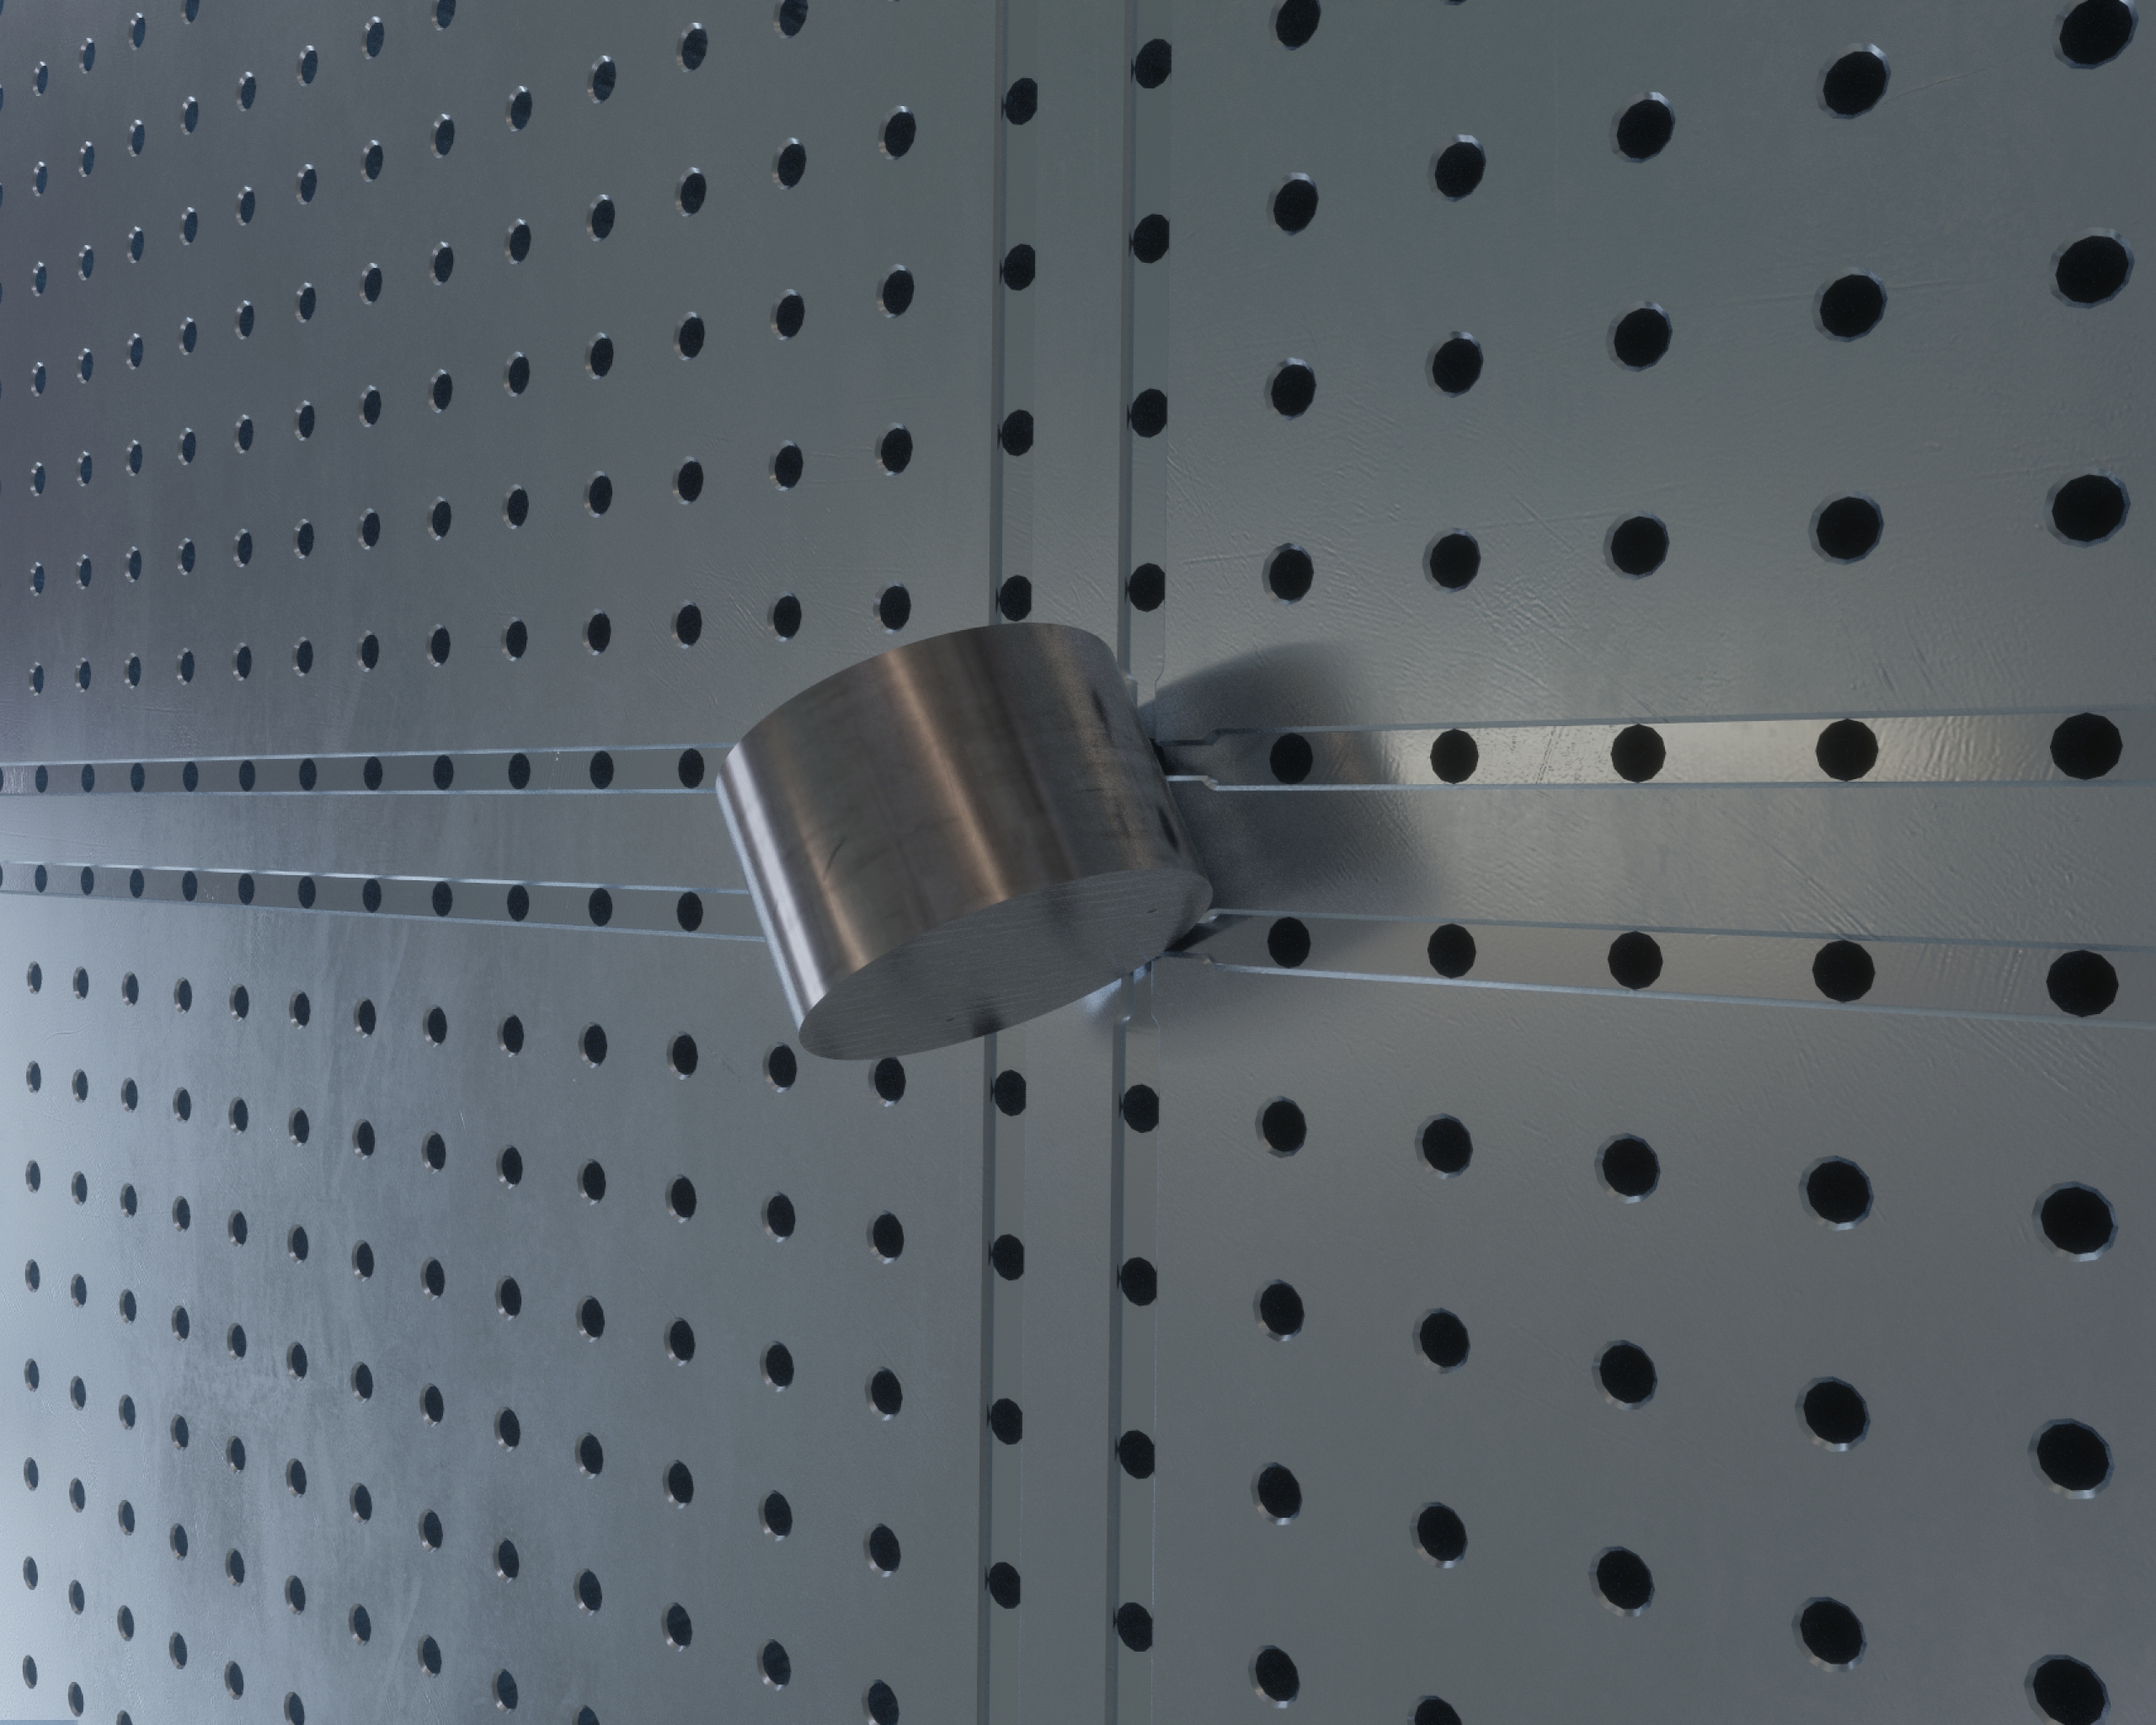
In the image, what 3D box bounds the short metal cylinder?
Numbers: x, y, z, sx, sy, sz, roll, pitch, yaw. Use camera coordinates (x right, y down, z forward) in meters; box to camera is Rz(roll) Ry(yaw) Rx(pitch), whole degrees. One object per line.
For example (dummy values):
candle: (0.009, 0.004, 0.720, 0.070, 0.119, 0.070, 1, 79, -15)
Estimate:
short metal cylinder: (-0.021, -0.002, 0.391, 0.080, 0.081, 0.050, -35, 68, 35)
